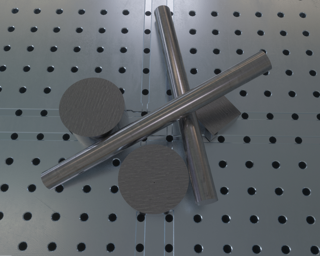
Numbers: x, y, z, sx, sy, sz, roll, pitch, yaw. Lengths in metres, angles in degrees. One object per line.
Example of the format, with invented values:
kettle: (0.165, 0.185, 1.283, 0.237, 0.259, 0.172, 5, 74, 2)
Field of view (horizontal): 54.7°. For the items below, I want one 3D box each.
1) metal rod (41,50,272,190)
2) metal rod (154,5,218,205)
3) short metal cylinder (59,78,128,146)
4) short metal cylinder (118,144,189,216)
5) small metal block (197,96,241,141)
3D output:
metal rod: (-0.010, -0.006, 0.371, 0.301, 0.025, 0.025, -29, 72, 6)
metal rod: (0.027, -0.049, 0.408, 0.025, 0.025, 0.299, -9, 62, -3)
short metal cylinder: (-0.084, -0.019, 0.405, 0.081, 0.050, 0.080, 0, 70, 0)
short metal cylinder: (-0.007, 0.065, 0.375, 0.081, 0.050, 0.080, 0, 70, 0)
small metal block: (0.072, -0.019, 0.419, 0.050, 0.025, 0.050, -37, 75, -13)
